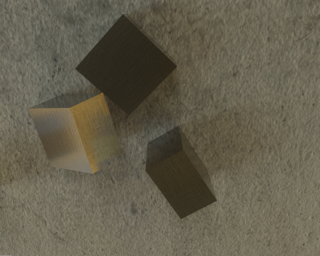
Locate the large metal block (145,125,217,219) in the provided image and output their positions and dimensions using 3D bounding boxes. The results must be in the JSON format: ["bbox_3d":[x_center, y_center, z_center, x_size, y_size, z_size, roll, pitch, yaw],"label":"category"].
[{"bbox_3d":[0.026,0.054,0.401,0.050,0.080,0.080,-30,108,10],"label":"large metal block"}]

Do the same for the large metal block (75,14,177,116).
[{"bbox_3d":[-0.038,-0.076,0.368,0.080,0.050,0.080,42,104,-14],"label":"large metal block"}]

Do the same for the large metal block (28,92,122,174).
[{"bbox_3d":[-0.102,0.004,0.377,0.080,0.050,0.079,2,115,37],"label":"large metal block"}]
